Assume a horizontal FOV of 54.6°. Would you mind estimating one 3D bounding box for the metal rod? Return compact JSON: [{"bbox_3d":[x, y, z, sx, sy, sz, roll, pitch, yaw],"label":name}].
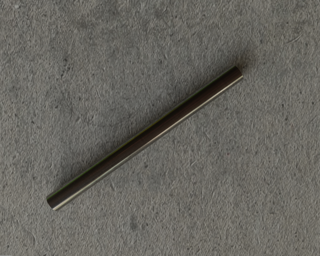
[{"bbox_3d":[-0.020,0.013,0.411,0.301,0.025,0.025,-35,90,0],"label":"metal rod"}]
